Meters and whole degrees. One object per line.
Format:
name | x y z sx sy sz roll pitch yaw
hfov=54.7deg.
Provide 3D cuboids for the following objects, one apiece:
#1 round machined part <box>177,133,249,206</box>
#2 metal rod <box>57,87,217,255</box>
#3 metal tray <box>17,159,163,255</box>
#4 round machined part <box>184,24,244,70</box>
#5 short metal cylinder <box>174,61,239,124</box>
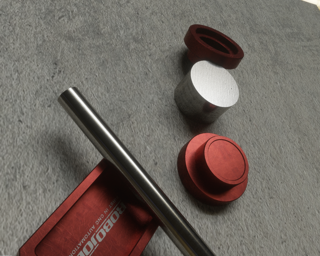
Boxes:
round machined part | 0.076 0.049 0.406 0.099 0.042 0.098 14 56 -21
metal rod | -0.003 0.077 0.317 0.300 0.025 0.025 50 51 6
metal tray | -0.059 0.100 0.308 0.090 0.030 0.131 40 51 -1
round machined part | 0.083 -0.124 0.504 0.099 0.042 0.098 18 38 -14
short metal cylinder | 0.068 -0.052 0.458 0.081 0.050 0.080 14 56 -21
